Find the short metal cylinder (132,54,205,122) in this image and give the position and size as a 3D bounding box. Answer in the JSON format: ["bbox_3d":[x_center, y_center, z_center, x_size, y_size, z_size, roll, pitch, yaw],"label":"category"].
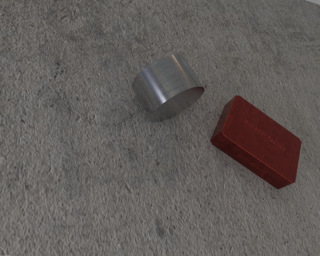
[{"bbox_3d":[0.010,-0.050,0.405,0.081,0.080,0.050,-19,72,-35],"label":"short metal cylinder"}]

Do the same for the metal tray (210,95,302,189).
[{"bbox_3d":[0.148,0.020,0.468,0.130,0.030,0.090,34,51,-6],"label":"metal tray"}]
